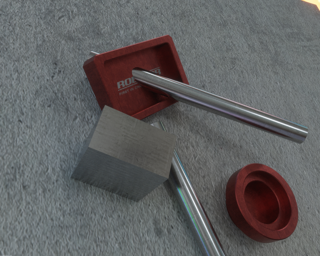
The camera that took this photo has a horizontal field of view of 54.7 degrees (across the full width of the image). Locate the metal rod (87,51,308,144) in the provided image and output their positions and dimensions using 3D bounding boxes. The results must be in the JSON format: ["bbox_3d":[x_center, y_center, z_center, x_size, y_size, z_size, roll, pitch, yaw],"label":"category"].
[{"bbox_3d":[0.049,-0.041,0.413,0.302,0.025,0.025,19,53,-1],"label":"metal rod"}]

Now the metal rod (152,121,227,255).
[{"bbox_3d":[0.053,0.127,0.356,0.025,0.025,0.299,-13,69,-34],"label":"metal rod"}]

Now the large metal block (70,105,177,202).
[{"bbox_3d":[-0.040,0.031,0.329,0.080,0.080,0.050,24,53,-14],"label":"large metal block"}]

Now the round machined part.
[{"bbox_3d":[0.126,0.099,0.403,0.099,0.042,0.098,14,56,-21],"label":"round machined part"}]

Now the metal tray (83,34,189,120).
[{"bbox_3d":[-0.024,-0.063,0.405,0.131,0.030,0.090,-29,102,-38],"label":"metal tray"}]
